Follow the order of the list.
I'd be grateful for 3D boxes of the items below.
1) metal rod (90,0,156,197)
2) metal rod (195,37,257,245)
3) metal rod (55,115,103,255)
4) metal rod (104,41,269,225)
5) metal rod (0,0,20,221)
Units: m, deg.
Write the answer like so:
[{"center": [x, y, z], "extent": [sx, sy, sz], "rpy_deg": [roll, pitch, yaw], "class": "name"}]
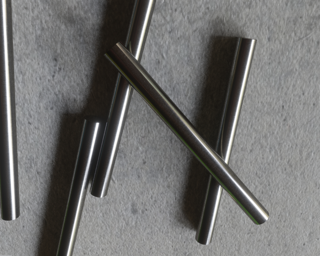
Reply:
[{"center": [-0.048, -0.043, 0.393], "extent": [0.025, 0.025, 0.298], "rpy_deg": [14, 109, -6], "class": "metal rod"}, {"center": [0.085, 0.031, 0.422], "extent": [0.025, 0.025, 0.298], "rpy_deg": [7, 110, -3], "class": "metal rod"}, {"center": [-0.127, 0.123, 0.453], "extent": [0.025, 0.025, 0.298], "rpy_deg": [15, 109, -6], "class": "metal rod"}, {"center": [0.043, 0.017, 0.388], "extent": [0.025, 0.025, 0.300], "rpy_deg": [-39, 106, 13], "class": "metal rod"}, {"center": [-0.201, -0.011, 0.402], "extent": [0.025, 0.025, 0.298], "rpy_deg": [6, 110, -3], "class": "metal rod"}]
